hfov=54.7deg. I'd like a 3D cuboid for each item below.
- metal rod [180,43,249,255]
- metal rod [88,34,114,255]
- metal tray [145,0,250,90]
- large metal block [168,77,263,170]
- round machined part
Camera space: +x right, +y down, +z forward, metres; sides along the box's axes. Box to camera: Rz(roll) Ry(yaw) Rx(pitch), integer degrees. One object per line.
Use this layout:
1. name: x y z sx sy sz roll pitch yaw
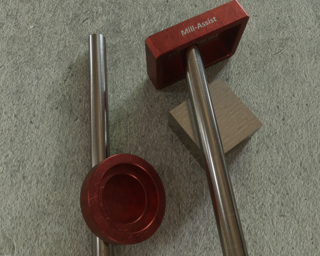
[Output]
1. metal rod: 0.061 0.041 0.341 0.025 0.025 0.299 -9 72 -4
2. metal rod: -0.079 0.009 0.403 0.025 0.025 0.299 -5 70 -2
3. metal tray: 0.046 -0.107 0.413 0.131 0.090 0.030 -26 73 -10
4. large metal block: 0.068 -0.004 0.397 0.080 0.050 0.080 -35 74 -12
5. round machined part: -0.045 0.081 0.352 0.099 0.042 0.098 17 61 -33
